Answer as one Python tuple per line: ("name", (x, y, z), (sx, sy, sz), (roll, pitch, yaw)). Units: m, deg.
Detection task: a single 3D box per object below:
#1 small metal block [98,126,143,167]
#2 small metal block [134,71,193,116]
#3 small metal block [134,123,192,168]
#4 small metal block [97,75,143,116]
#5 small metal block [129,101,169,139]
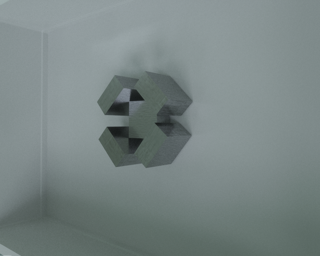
("small metal block", (-0.048, 0.024, 0.428), (0.050, 0.050, 0.025), (53, 122, 27))
("small metal block", (0.005, -0.042, 0.384), (0.025, 0.050, 0.050), (-52, 61, 27))
("small metal block", (0.004, 0.021, 0.384), (0.025, 0.050, 0.050), (47, 117, 28))
("small metal block", (-0.050, -0.043, 0.429), (0.050, 0.050, 0.025), (-50, 60, 29))
("small metal block", (-0.015, -0.011, 0.417), (0.050, 0.025, 0.050), (1, 91, 40))
